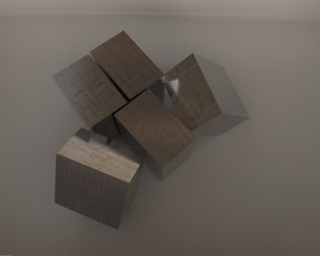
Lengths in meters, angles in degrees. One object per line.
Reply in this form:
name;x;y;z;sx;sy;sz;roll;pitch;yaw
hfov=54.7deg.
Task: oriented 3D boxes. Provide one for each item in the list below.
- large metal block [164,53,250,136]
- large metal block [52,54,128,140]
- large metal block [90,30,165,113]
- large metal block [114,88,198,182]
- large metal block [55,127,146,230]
large metal block;0.058;-0.038;0.387;0.050;0.080;0.080;-33;68;31
large metal block;-0.081;-0.031;0.390;0.050;0.080;0.080;-36;74;-12
large metal block;-0.039;-0.062;0.401;0.050;0.080;0.080;-37;75;-12
large metal block;-0.005;0.012;0.374;0.050;0.080;0.080;-40;75;-13
large metal block;-0.068;0.057;0.350;0.080;0.079;0.050;21;37;7
